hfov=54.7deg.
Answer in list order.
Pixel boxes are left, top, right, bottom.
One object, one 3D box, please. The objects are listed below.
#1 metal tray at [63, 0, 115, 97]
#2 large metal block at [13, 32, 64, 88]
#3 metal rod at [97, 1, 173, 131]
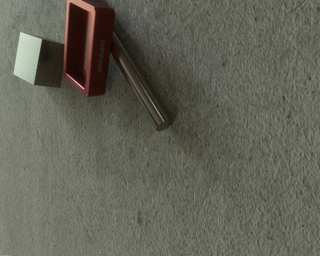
[{"bbox_3d":[-0.111,-0.123,0.468,0.090,0.030,0.129,38,127,39],"label":"metal tray"},{"bbox_3d":[-0.221,-0.125,0.572,0.080,0.050,0.079,25,106,37],"label":"large metal block"},{"bbox_3d":[-0.065,-0.121,0.458,0.025,0.025,0.299,-45,63,30],"label":"metal rod"}]
